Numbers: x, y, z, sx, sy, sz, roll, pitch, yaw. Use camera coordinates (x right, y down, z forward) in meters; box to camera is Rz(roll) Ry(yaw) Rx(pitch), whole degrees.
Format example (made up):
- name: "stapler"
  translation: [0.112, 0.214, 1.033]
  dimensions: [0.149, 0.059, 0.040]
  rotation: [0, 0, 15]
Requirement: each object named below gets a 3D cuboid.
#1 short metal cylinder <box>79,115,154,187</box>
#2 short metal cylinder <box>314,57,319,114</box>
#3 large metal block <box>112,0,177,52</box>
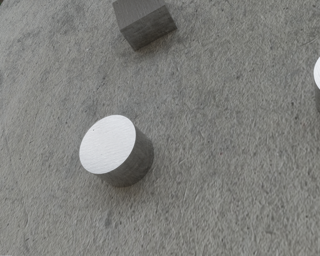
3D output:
- name: "short metal cylinder"
  translation: [-0.055, 0.030, 0.398]
  dimensions: [0.080, 0.050, 0.080]
  rotation: [-13, 56, 21]
- name: "short metal cylinder"
  translation: [0.199, -0.043, 0.310]
  dimensions: [0.080, 0.050, 0.080]
  rotation: [-13, 56, 21]
- name: "large metal block"
  translation: [-0.027, -0.188, 0.517]
  dimensions: [0.080, 0.050, 0.080]
  rotation: [-25, 53, 12]
